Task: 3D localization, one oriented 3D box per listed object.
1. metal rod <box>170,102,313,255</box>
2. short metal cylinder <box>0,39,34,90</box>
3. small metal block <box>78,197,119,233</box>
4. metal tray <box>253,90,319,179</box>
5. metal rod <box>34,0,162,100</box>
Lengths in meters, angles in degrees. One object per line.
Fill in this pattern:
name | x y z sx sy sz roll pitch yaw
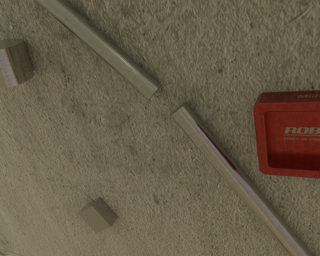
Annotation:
metal rod | 0.119 0.089 0.398 0.025 0.025 0.300 -35 99 38
short metal cylinder | -0.225 -0.089 0.432 0.080 0.080 0.050 6 121 24
small metal block | -0.112 0.158 0.562 0.050 0.025 0.050 -33 100 38
metal tray | 0.169 0.008 0.319 0.130 0.030 0.089 1 119 27
metal rod | -0.119 -0.142 0.379 0.300 0.025 0.025 41 129 -1
